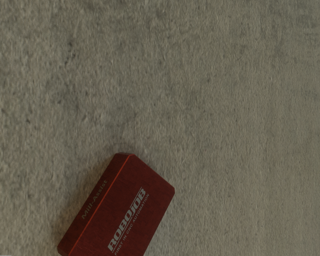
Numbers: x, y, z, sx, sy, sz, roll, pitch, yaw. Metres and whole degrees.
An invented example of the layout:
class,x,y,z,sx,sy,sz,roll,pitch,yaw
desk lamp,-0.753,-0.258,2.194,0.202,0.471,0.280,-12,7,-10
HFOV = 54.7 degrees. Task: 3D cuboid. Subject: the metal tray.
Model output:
class,x,y,z,sx,sy,sz,roll,pitch,yaw
metal tray,-0.045,0.105,0.366,0.090,0.030,0.130,45,63,-31
